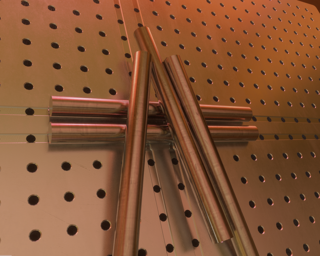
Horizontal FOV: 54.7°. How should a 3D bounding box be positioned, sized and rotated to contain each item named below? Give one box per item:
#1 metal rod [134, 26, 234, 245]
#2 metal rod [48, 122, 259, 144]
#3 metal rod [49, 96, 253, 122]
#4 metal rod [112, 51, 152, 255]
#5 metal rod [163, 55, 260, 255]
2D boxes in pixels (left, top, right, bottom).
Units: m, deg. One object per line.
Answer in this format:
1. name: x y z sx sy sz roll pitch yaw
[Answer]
1. metal rod: 0.022 -0.007 0.394 0.025 0.025 0.299 -6 65 -31
2. metal rod: 0.012 0.007 0.412 0.303 0.025 0.025 1 62 -28
3. metal rod: 0.007 -0.023 0.428 0.303 0.025 0.025 1 62 -28
4. metal rod: -0.030 0.041 0.344 0.025 0.025 0.299 14 63 -21
5. metal rod: 0.065 0.042 0.395 0.025 0.025 0.299 -11 75 -33
